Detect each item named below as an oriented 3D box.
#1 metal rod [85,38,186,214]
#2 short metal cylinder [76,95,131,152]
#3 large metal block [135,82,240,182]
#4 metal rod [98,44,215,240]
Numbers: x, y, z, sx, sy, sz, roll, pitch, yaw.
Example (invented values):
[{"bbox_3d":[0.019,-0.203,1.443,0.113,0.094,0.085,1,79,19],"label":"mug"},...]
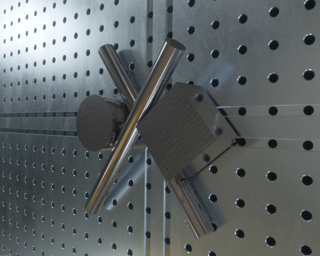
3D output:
[{"bbox_3d":[-0.046,0.018,0.415,0.025,0.025,0.298,50,128,28],"label":"metal rod"},{"bbox_3d":[-0.077,-0.007,0.452,0.080,0.050,0.079,0,90,40],"label":"short metal cylinder"},{"bbox_3d":[0.029,0.005,0.363,0.080,0.050,0.080,-46,63,30],"label":"large metal block"},{"bbox_3d":[-0.015,0.003,0.416,0.025,0.025,0.299,-43,64,31],"label":"metal rod"}]
